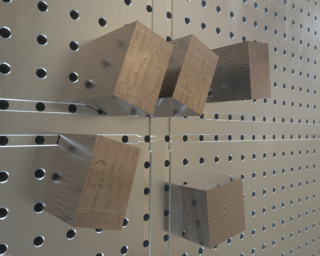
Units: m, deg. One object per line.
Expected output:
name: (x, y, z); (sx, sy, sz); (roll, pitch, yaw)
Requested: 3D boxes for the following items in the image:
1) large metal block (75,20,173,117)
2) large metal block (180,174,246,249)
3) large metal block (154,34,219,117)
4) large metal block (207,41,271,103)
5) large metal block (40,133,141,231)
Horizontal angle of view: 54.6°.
large metal block: (-0.040, -0.060, 0.339); (0.050, 0.080, 0.080); (26, 74, -37)
large metal block: (0.079, 0.118, 0.458); (0.081, 0.050, 0.080); (-8, 95, -40)
large metal block: (0.017, -0.061, 0.387); (0.050, 0.080, 0.080); (29, 72, -36)
large metal block: (0.116, -0.081, 0.469); (0.050, 0.080, 0.080); (-8, 95, -40)
large metal block: (-0.072, 0.051, 0.313); (0.050, 0.080, 0.080); (21, 77, -38)
